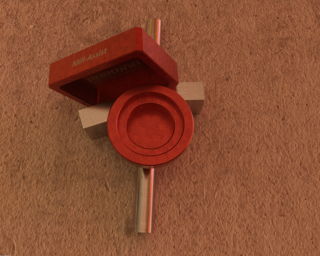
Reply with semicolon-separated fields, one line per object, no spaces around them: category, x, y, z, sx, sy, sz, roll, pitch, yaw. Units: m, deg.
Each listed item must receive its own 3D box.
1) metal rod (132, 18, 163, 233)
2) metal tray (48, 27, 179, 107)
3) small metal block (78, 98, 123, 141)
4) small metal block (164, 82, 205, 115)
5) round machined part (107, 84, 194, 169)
metal rod;-0.014;-0.017;0.415;0.025;0.025;0.299;2;70;0
metal tray;-0.055;-0.064;0.373;0.130;0.090;0.030;-15;67;26
small metal block;-0.072;-0.010;0.399;0.050;0.050;0.025;-18;71;-7
small metal block;0.030;-0.038;0.410;0.050;0.050;0.025;-1;70;-1
round machined part;-0.011;0.000;0.371;0.099;0.042;0.098;1;73;-2
